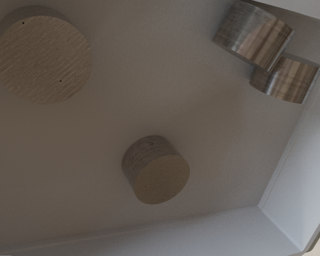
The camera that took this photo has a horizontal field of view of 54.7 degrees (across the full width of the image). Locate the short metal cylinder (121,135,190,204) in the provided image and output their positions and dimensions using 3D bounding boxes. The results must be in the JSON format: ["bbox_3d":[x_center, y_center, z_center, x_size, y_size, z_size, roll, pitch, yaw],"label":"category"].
[{"bbox_3d":[-0.006,0.057,0.424,0.081,0.050,0.079,-14,124,-21],"label":"short metal cylinder"}]

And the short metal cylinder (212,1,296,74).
[{"bbox_3d":[0.109,-0.106,0.367,0.080,0.080,0.050,19,108,-36],"label":"short metal cylinder"}]

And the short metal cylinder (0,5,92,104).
[{"bbox_3d":[-0.110,-0.069,0.290,0.081,0.050,0.079,-14,124,-21],"label":"short metal cylinder"}]

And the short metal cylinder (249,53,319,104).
[{"bbox_3d":[0.169,-0.072,0.420,0.081,0.080,0.050,2,118,-30],"label":"short metal cylinder"}]
